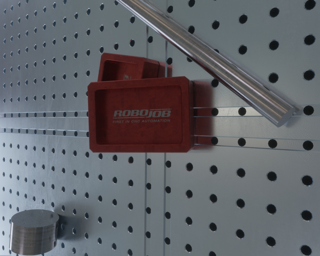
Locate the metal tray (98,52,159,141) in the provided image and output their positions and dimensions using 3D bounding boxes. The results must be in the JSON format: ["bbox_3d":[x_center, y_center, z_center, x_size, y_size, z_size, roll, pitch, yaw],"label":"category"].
[{"bbox_3d":[-0.055,-0.039,0.450,0.090,0.030,0.129,17,101,38],"label":"metal tray"}]

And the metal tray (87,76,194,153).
[{"bbox_3d":[-0.024,-0.015,0.391,0.130,0.030,0.089,-1,91,15],"label":"metal tray"}]

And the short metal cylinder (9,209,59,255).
[{"bbox_3d":[-0.227,0.187,0.561,0.080,0.081,0.050,12,98,39],"label":"short metal cylinder"}]

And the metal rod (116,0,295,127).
[{"bbox_3d":[0.034,-0.103,0.381,0.300,0.025,0.025,46,117,30],"label":"metal rod"}]
